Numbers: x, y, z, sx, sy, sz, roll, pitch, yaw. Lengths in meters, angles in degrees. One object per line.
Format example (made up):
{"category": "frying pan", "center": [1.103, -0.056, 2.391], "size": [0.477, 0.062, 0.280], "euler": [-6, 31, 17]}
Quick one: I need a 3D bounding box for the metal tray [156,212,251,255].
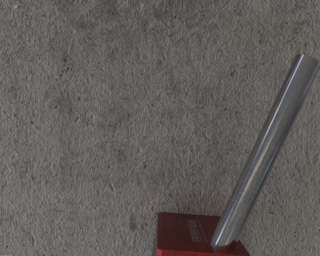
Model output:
{"category": "metal tray", "center": [0.041, 0.133, 0.358], "size": [0.091, 0.130, 0.030], "euler": [5, 90, 0]}

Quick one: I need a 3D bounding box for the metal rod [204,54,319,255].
{"category": "metal rod", "center": [0.084, 0.071, 0.311], "size": [0.025, 0.025, 0.298], "euler": [23, 95, 0]}

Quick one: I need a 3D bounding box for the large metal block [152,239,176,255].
{"category": "large metal block", "center": [0.036, 0.166, 0.374], "size": [0.080, 0.080, 0.050], "euler": [-12, 92, 2]}
